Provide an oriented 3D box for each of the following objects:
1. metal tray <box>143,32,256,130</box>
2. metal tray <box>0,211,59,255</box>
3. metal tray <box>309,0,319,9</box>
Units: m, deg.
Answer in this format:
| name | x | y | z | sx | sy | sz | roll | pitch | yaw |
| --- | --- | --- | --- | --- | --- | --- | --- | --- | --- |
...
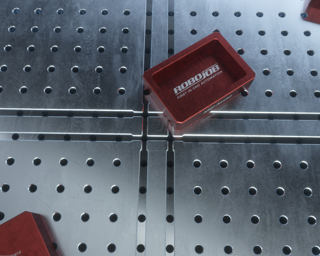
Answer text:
| name | x | y | z | sx | sy | sz | roll | pitch | yaw |
| --- | --- | --- | --- | --- | --- | --- | --- | --- | --- |
| metal tray | 0.053 | -0.067 | 0.433 | 0.131 | 0.030 | 0.090 | -32 | 73 | -11 |
| metal tray | -0.185 | 0.166 | 0.348 | 0.131 | 0.030 | 0.090 | -29 | 73 | -10 |
| metal tray | 0.314 | -0.219 | 0.491 | 0.130 | 0.030 | 0.090 | 18 | 71 | 6 |
